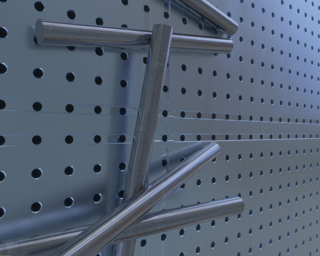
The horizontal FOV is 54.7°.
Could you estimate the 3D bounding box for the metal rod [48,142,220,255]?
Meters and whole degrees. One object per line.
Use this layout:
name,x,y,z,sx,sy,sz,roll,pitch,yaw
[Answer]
metal rod,-0.004,0.076,0.366,0.302,0.025,0.025,-26,107,-50

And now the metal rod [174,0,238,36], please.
metal rod,0.006,-0.195,0.415,0.302,0.025,0.025,16,80,-39

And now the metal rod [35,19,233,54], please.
metal rod,-0.006,-0.114,0.405,0.302,0.025,0.025,-9,96,-40

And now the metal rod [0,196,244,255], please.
metal rod,-0.018,0.111,0.355,0.303,0.025,0.025,-1,91,-33

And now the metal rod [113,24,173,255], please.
metal rod,-0.022,0.024,0.375,0.025,0.025,0.298,11,88,-40
